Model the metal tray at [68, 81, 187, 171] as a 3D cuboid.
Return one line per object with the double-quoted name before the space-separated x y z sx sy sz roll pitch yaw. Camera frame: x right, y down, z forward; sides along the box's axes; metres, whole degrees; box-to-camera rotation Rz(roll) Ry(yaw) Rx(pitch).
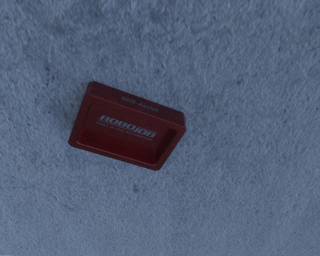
"metal tray" -0.043 0.002 0.404 0.131 0.030 0.089 19 128 -16
